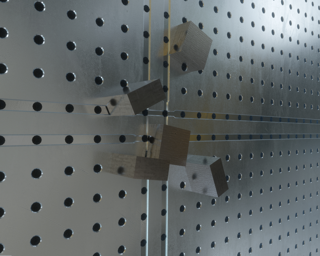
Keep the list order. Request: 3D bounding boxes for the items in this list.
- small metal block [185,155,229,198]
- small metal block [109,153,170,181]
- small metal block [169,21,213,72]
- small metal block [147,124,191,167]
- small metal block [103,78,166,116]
[{"bbox_3d":[0.067,0.069,0.452,0.025,0.050,0.050,-27,108,-37],"label":"small metal block"},{"bbox_3d":[-0.025,0.047,0.374,0.050,0.050,0.025,12,82,-40],"label":"small metal block"},{"bbox_3d":[0.045,-0.117,0.449,0.050,0.025,0.050,28,72,-37],"label":"small metal block"},{"bbox_3d":[0.012,0.024,0.422,0.050,0.025,0.050,14,81,-39],"label":"small metal block"},{"bbox_3d":[-0.030,-0.036,0.369,0.050,0.050,0.025,-32,110,-36],"label":"small metal block"}]
